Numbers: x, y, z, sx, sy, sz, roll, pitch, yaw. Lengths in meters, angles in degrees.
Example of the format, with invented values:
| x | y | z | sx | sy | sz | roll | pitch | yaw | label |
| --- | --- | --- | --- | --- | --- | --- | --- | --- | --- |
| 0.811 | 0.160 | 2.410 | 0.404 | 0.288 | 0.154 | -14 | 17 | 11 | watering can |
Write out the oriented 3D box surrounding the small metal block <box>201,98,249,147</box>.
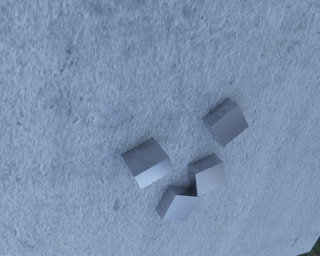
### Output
| x | y | z | sx | sy | sz | roll | pitch | yaw | label |
| --- | --- | --- | --- | --- | --- | --- | --- | --- | --- |
| 0.097 | -0.008 | 0.457 | 0.050 | 0.025 | 0.050 | -39 | 130 | -2 | small metal block |

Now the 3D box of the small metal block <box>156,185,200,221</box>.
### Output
| x | y | z | sx | sy | sz | roll | pitch | yaw | label |
| --- | --- | --- | --- | --- | --- | --- | --- | --- | --- |
| 0.029 | 0.122 | 0.500 | 0.050 | 0.025 | 0.050 | 13 | 112 | -34 | small metal block |

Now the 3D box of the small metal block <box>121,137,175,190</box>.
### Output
| x | y | z | sx | sy | sz | roll | pitch | yaw | label |
| --- | --- | --- | --- | --- | --- | --- | --- | --- | --- |
| -0.017 | 0.046 | 0.411 | 0.050 | 0.050 | 0.025 | -29 | 129 | -10 | small metal block |

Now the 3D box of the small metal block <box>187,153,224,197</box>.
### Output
| x | y | z | sx | sy | sz | roll | pitch | yaw | label |
| --- | --- | --- | --- | --- | --- | --- | --- | --- | --- |
| 0.074 | 0.075 | 0.496 | 0.050 | 0.025 | 0.050 | -21 | 127 | -16 | small metal block |
